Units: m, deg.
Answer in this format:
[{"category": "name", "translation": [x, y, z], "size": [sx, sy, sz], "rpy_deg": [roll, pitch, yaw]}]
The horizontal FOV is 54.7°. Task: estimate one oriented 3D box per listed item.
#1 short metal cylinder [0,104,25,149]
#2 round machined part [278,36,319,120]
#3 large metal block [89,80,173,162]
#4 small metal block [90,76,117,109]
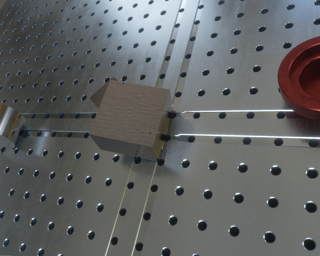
[{"category": "short metal cylinder", "translation": [-0.277, -0.003, 0.521], "size": [0.080, 0.080, 0.050], "rpy_deg": [-5, 60, 26]}, {"category": "round machined part", "translation": [0.181, -0.049, 0.333], "size": [0.098, 0.042, 0.098], "rpy_deg": [-13, 56, 21]}, {"category": "large metal block", "translation": [-0.034, -0.010, 0.401], "size": [0.080, 0.050, 0.080], "rpy_deg": [11, 66, 12]}, {"category": "small metal block", "translation": [-0.072, -0.043, 0.473], "size": [0.050, 0.025, 0.050], "rpy_deg": [-42, 51, -1]}]
